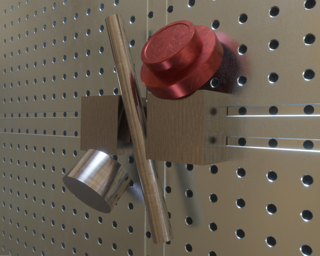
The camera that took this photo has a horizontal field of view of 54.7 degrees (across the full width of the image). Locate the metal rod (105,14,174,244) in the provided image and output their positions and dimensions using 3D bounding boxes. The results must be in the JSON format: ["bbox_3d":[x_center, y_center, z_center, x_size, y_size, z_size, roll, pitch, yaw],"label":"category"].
[{"bbox_3d":[-0.029,-0.007,0.400,0.025,0.025,0.299,-22,76,38],"label":"metal rod"}]

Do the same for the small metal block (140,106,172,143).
[{"bbox_3d":[-0.011,-0.004,0.420,0.050,0.025,0.050,1,91,40],"label":"small metal block"}]

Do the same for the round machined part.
[{"bbox_3d":[0.018,-0.083,0.352,0.098,0.042,0.098,-22,44,23],"label":"round machined part"}]

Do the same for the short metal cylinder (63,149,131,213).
[{"bbox_3d":[-0.088,0.076,0.438,0.080,0.050,0.080,23,145,18],"label":"short metal cylinder"}]

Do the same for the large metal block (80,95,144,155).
[{"bbox_3d":[-0.070,-0.005,0.452,0.080,0.050,0.079,3,92,40],"label":"large metal block"}]

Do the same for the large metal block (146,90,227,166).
[{"bbox_3d":[0.031,-0.001,0.368,0.080,0.050,0.079,1,91,40],"label":"large metal block"}]
